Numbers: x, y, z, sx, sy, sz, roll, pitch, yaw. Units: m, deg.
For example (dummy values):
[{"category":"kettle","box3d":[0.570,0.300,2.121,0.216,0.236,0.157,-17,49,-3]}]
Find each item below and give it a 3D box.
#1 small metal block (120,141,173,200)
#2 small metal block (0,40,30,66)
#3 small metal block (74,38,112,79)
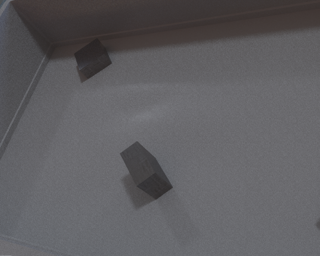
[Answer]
[{"category":"small metal block","box3d":[-0.016,0.050,0.366,0.025,0.050,0.050,-37,51,4]},{"category":"small metal block","box3d":[-0.320,-0.162,0.672,0.050,0.025,0.050,6,64,30]},{"category":"small metal block","box3d":[-0.117,-0.121,0.539,0.050,0.025,0.050,-32,52,7]}]
